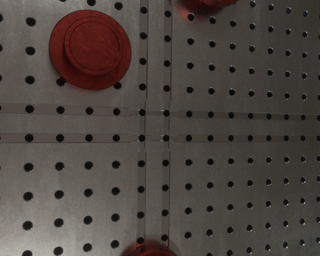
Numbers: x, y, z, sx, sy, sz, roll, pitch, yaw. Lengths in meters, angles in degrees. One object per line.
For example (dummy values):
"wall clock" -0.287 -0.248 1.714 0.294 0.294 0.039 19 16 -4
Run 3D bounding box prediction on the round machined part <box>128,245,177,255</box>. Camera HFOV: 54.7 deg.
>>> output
"round machined part" -0.007 0.208 0.402 0.099 0.042 0.097 0 90 -21

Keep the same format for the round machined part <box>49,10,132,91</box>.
"round machined part" -0.082 -0.094 0.374 0.099 0.042 0.097 0 90 -21

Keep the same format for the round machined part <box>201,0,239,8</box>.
"round machined part" 0.079 -0.218 0.434 0.099 0.042 0.097 0 90 -21
